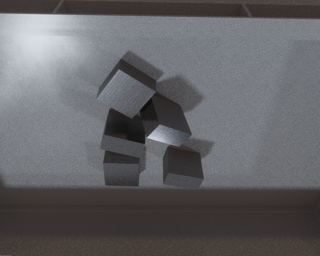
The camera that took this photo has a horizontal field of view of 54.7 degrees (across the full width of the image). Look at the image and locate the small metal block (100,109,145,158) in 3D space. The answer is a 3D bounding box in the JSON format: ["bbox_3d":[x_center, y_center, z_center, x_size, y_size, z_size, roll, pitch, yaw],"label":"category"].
[{"bbox_3d":[-0.046,0.007,0.398,0.050,0.050,0.025,14,129,-12],"label":"small metal block"}]

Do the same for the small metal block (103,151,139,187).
[{"bbox_3d":[-0.056,0.061,0.460,0.050,0.025,0.050,2,130,-2],"label":"small metal block"}]

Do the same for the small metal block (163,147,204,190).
[{"bbox_3d":[0.032,0.057,0.442,0.050,0.050,0.025,11,129,-10],"label":"small metal block"}]

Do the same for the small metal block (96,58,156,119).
[{"bbox_3d":[-0.040,-0.046,0.370,0.050,0.025,0.050,30,124,-23],"label":"small metal block"}]

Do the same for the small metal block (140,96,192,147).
[{"bbox_3d":[0.006,-0.009,0.377,0.050,0.050,0.025,18,130,-36],"label":"small metal block"}]
